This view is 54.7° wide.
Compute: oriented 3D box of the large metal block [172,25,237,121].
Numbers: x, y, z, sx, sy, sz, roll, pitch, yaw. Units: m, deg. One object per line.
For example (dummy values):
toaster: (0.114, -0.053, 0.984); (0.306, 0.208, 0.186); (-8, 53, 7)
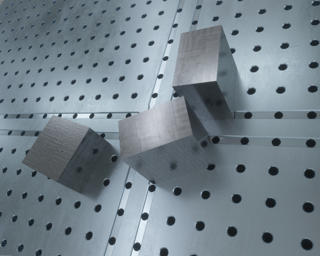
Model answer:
large metal block: (0.059, -0.064, 0.380); (0.050, 0.080, 0.080); (-4, 60, 26)

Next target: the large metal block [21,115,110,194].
large metal block: (-0.132, 0.035, 0.438); (0.080, 0.050, 0.080); (17, 70, 34)

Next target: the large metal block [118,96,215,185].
large metal block: (0.009, 0.018, 0.356); (0.080, 0.080, 0.050); (-20, 54, 16)
